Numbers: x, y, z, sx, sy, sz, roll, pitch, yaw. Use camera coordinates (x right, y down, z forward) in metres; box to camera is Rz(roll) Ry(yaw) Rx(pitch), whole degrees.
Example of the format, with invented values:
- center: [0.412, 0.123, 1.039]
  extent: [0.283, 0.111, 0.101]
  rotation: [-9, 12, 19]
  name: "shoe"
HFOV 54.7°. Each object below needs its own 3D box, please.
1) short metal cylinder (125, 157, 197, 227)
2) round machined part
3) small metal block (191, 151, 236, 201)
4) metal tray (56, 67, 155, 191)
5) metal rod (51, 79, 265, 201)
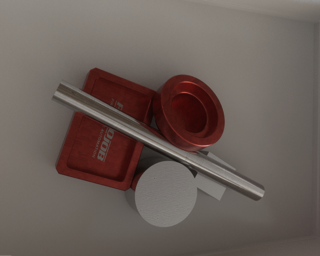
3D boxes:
- center: [0.000, 0.079, 0.396]
  extent: [0.081, 0.050, 0.079]
  rotation: [0, 90, -21]
  name: "short metal cylinder"
- center: [0.032, -0.016, 0.400]
  extent: [0.099, 0.042, 0.098]
  rotation: [15, 61, -28]
  name: "round machined part"
- center: [0.070, 0.066, 0.436]
  extent: [0.050, 0.025, 0.050]
  rotation: [33, 79, -17]
  name: "small metal block"
- center: [-0.064, 0.003, 0.382]
  extent: [0.091, 0.030, 0.129]
  rotation: [20, 83, -19]
  name: "metal tray"
- center: [0.014, 0.025, 0.384]
  extent: [0.301, 0.025, 0.025]
  rotation: [28, 81, -21]
  name: "metal rod"
